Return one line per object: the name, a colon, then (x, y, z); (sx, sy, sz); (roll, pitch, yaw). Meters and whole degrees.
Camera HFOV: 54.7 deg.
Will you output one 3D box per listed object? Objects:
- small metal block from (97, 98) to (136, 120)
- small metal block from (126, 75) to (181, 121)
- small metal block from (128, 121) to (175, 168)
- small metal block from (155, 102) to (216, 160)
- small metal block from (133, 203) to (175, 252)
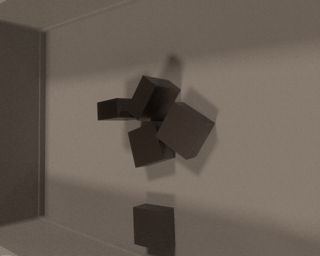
small metal block: (-0.051, -0.025, 0.426); (0.050, 0.050, 0.025); (-5, 87, 49)
small metal block: (-0.008, -0.036, 0.395); (0.025, 0.050, 0.050); (42, 115, 31)
small metal block: (-0.012, 0.022, 0.415); (0.050, 0.025, 0.050); (-22, 76, 38)
small metal block: (0.030, 0.002, 0.375); (0.050, 0.025, 0.050); (36, 110, 25)
small metal block: (-0.008, 0.131, 0.412); (0.050, 0.025, 0.050); (-3, 88, 39)
